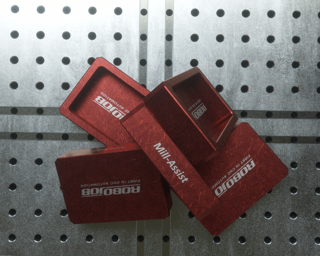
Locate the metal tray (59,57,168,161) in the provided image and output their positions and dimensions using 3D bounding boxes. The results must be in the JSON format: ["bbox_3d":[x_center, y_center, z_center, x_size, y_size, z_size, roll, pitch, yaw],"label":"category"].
[{"bbox_3d":[-0.052,-0.020,0.410,0.130,0.030,0.090,36,90,-1],"label":"metal tray"}]

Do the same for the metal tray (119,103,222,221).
[{"bbox_3d":[0.011,0.034,0.350,0.030,0.090,0.130,-38,91,0],"label":"metal tray"}]

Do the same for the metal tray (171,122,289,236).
[{"bbox_3d":[0.090,0.065,0.411,0.130,0.030,0.090,-41,91,-1],"label":"metal tray"}]

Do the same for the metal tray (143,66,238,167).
[{"bbox_3d":[0.043,-0.021,0.362,0.030,0.131,0.090,-38,90,28],"label":"metal tray"}]

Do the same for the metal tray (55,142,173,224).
[{"bbox_3d":[-0.057,0.069,0.386,0.130,0.030,0.089,-8,101,14],"label":"metal tray"}]
